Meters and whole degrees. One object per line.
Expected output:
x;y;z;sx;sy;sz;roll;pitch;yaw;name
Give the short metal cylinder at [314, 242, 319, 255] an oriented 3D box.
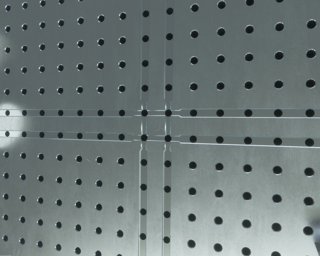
0.197;0.153;0.314;0.050;0.080;0.080;-18;84;19;short metal cylinder
